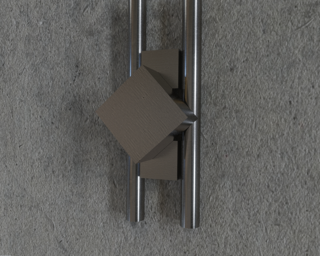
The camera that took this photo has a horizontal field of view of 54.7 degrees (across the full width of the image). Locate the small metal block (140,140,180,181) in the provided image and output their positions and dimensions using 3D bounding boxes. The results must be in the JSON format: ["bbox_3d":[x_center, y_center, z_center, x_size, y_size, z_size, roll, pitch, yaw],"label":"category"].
[{"bbox_3d":[0.002,0.041,0.407,0.050,0.025,0.050,1,90,19],"label":"small metal block"}]

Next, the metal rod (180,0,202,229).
[{"bbox_3d":[0.040,-0.024,0.396,0.025,0.025,0.298,1,90,19],"label":"metal rod"}]

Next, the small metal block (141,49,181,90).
[{"bbox_3d":[0.004,-0.075,0.407,0.050,0.025,0.050,1,90,19],"label":"small metal block"}]

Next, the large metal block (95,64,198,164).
[{"bbox_3d":[-0.015,-0.015,0.373,0.080,0.050,0.080,-43,77,15],"label":"large metal block"}]

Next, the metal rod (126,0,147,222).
[{"bbox_3d":[-0.032,-0.025,0.421,0.025,0.025,0.298,1,90,19],"label":"metal rod"}]
